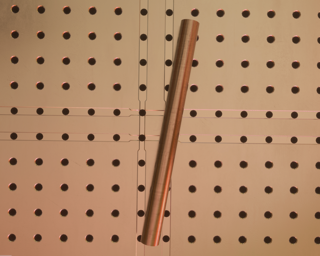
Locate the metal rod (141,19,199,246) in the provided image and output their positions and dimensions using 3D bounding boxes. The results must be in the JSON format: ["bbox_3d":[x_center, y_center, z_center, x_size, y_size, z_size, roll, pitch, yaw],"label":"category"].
[{"bbox_3d":[0.013,0.006,0.413,0.025,0.025,0.298,10,90,-1],"label":"metal rod"}]
